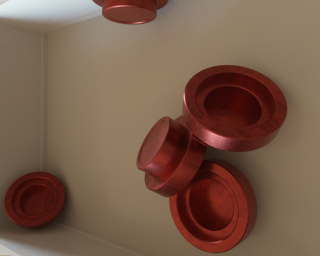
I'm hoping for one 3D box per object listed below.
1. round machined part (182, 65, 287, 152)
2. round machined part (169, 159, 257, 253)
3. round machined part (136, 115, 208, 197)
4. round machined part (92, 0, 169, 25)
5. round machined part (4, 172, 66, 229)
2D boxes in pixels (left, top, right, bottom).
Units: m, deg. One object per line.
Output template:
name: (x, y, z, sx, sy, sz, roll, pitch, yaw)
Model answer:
round machined part: (0.072, -0.016, 0.313, 0.098, 0.099, 0.042, 48, 154, 29)
round machined part: (0.061, 0.083, 0.345, 0.098, 0.042, 0.097, 0, 90, 40)
round machined part: (0.008, 0.025, 0.355, 0.098, 0.042, 0.098, -50, 20, 27)
round machined part: (-0.038, -0.162, 0.391, 0.098, 0.099, 0.042, 1, 91, 40)
round machined part: (-0.218, 0.131, 0.552, 0.098, 0.099, 0.042, 58, 156, 24)
